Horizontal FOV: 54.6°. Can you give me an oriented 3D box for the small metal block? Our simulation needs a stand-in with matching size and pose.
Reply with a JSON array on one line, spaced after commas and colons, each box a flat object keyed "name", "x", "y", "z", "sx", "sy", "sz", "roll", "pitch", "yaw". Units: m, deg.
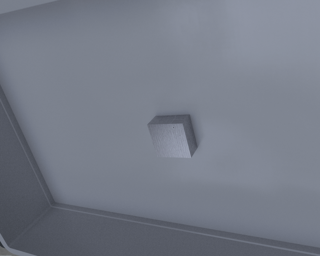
[{"name": "small metal block", "x": 0.017, "y": 0.011, "z": 0.407, "sx": 0.050, "sy": 0.025, "sz": 0.050, "roll": -2, "pitch": 118, "yaw": 29}]
